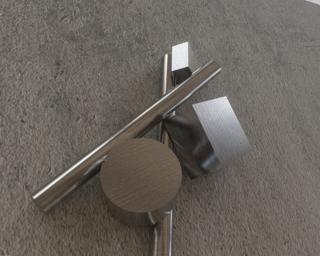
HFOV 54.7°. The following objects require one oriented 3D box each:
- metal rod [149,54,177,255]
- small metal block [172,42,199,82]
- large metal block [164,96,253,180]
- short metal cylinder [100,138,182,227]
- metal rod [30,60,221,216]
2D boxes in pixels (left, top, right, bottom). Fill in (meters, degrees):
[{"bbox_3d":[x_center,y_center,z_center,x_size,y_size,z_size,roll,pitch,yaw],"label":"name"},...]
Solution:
[{"bbox_3d":[0.007,0.022,0.395,0.025,0.025,0.300,16,55,-19],"label":"metal rod"},{"bbox_3d":[0.040,-0.092,0.466,0.050,0.025,0.050,49,35,-49],"label":"small metal block"},{"bbox_3d":[0.063,0.011,0.398,0.081,0.050,0.080,-17,80,-48],"label":"large metal block"},{"bbox_3d":[-0.020,0.057,0.327,0.081,0.050,0.080,2,57,-3],"label":"short metal cylinder"},{"bbox_3d":[-0.019,-0.007,0.377,0.025,0.025,0.302,47,58,5],"label":"metal rod"}]
